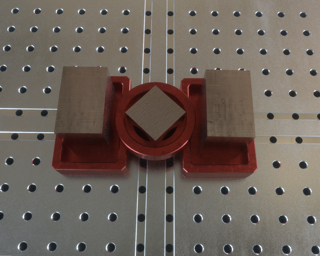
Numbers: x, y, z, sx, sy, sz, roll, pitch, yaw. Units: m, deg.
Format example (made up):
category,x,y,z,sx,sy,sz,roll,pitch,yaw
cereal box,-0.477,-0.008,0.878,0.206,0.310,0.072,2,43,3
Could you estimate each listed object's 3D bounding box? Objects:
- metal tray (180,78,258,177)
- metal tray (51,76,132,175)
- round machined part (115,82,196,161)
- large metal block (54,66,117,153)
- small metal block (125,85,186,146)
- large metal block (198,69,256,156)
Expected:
category,x,y,z,sx,sy,sz,roll,pitch,yaw
metal tray,0.073,-0.002,0.409,0.091,0.030,0.130,0,70,0
metal tray,-0.086,-0.005,0.409,0.091,0.030,0.130,1,70,0
round machined part,-0.006,-0.006,0.395,0.099,0.042,0.098,0,70,0
large metal block,-0.085,-0.019,0.375,0.050,0.080,0.080,1,70,0
small metal block,-0.005,-0.014,0.374,0.050,0.025,0.050,43,75,14
large metal block,0.076,-0.015,0.374,0.050,0.080,0.080,1,70,1
